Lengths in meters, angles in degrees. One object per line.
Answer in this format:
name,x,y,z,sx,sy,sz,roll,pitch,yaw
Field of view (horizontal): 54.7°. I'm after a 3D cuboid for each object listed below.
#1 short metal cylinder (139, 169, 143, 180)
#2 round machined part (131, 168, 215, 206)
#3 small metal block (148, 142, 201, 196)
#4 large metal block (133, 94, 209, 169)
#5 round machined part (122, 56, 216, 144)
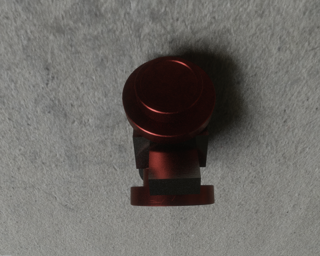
short metal cylinder,0.012,0.041,0.428,0.081,0.050,0.079,0,130,0
round machined part,0.014,0.069,0.370,0.099,0.042,0.098,-1,169,0
small metal block,0.014,0.042,0.322,0.050,0.050,0.025,-2,130,1
large metal block,0.012,0.002,0.373,0.081,0.080,0.050,-2,130,1
round machined part,0.009,-0.036,0.325,0.099,0.098,0.042,-2,155,1
